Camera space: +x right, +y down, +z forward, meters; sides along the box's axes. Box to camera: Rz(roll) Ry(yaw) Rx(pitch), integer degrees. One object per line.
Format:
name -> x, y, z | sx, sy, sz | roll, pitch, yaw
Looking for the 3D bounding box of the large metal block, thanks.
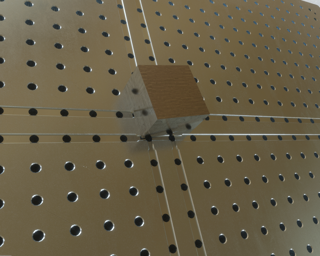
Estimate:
large metal block -> 0.008, -0.037, 0.419 | 0.081, 0.050, 0.080 | -7, 65, -31
